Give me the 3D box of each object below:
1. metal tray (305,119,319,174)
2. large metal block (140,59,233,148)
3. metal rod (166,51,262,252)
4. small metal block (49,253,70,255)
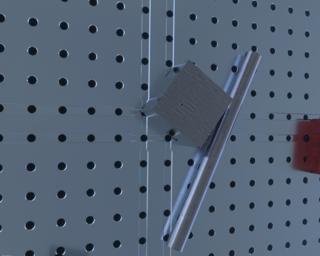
[{"bbox_3d":[0.310,0.037,0.524,0.131,0.030,0.089,8,87,-20],"label":"metal tray"},{"bbox_3d":[0.035,-0.030,0.412,0.080,0.050,0.080,38,78,-16],"label":"large metal block"},{"bbox_3d":[0.080,0.027,0.441,0.025,0.025,0.299,27,81,-18],"label":"metal rod"},{"bbox_3d":[-0.114,0.183,0.371,0.050,0.025,0.050,17,84,-19],"label":"small metal block"}]
